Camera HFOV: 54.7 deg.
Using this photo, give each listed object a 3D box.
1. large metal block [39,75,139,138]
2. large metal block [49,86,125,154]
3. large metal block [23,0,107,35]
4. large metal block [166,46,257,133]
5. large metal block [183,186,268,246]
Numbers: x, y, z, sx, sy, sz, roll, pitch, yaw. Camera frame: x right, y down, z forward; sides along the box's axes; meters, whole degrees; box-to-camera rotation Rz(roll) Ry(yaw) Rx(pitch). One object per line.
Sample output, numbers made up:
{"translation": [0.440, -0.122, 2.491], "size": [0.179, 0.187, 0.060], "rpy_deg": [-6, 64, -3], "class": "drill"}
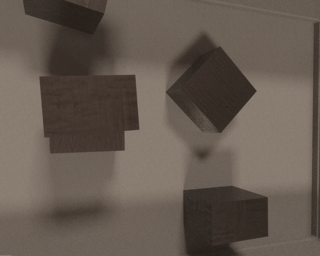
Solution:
{"translation": [-0.072, -0.020, 0.302], "size": [0.081, 0.080, 0.050], "rpy_deg": [-5, 92, -20], "class": "large metal block"}
{"translation": [-0.088, -0.013, 0.365], "size": [0.081, 0.050, 0.079], "rpy_deg": [-1, 90, -21], "class": "large metal block"}
{"translation": [-0.103, -0.150, 0.343], "size": [0.081, 0.080, 0.050], "rpy_deg": [12, 86, -20], "class": "large metal block"}
{"translation": [0.070, -0.050, 0.424], "size": [0.080, 0.050, 0.080], "rpy_deg": [46, 75, -15], "class": "large metal block"}
{"translation": [0.085, 0.113, 0.414], "size": [0.081, 0.080, 0.050], "rpy_deg": [-1, 91, -20], "class": "large metal block"}
